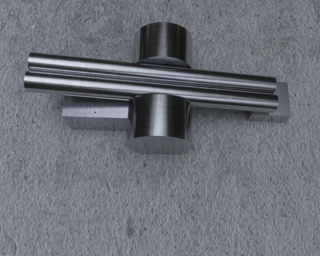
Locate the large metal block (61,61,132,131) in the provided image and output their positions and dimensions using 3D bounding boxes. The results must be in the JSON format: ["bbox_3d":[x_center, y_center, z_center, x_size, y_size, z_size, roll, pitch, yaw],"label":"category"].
[{"bbox_3d":[-0.078,-0.042,0.411,0.080,0.050,0.080,2,70,0],"label":"large metal block"}]

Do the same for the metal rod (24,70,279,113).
[{"bbox_3d":[-0.004,-0.043,0.377,0.302,0.025,0.025,4,70,-7],"label":"metal rod"}]

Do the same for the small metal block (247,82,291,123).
[{"bbox_3d":[0.147,-0.036,0.424,0.050,0.025,0.050,3,70,1],"label":"small metal block"}]

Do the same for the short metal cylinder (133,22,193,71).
[{"bbox_3d":[0.004,-0.095,0.415,0.080,0.080,0.050,1,70,0],"label":"short metal cylinder"}]

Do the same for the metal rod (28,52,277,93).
[{"bbox_3d":[-0.003,-0.066,0.386,0.302,0.025,0.025,4,70,-7],"label":"metal rod"}]

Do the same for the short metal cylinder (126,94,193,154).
[{"bbox_3d":[0.000,-0.002,0.381,0.080,0.080,0.050,1,70,0],"label":"short metal cylinder"}]
